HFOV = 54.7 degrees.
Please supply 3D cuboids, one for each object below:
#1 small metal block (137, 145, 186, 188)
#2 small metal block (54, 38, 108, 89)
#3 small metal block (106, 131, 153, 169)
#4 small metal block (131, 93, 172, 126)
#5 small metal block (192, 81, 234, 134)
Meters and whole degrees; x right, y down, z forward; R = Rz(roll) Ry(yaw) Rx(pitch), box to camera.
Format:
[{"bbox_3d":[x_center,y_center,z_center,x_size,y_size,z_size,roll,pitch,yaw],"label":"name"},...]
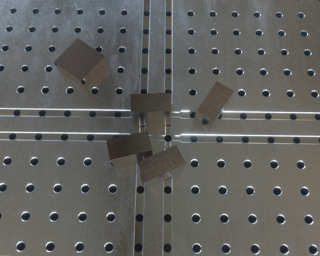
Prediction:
[{"bbox_3d":[0.002,0.048,0.381,0.050,0.050,0.025,-24,72,-9],"label":"small metal block"},{"bbox_3d":[-0.113,-0.092,0.444,0.050,0.025,0.050,35,73,11],"label":"small metal block"},{"bbox_3d":[-0.036,0.028,0.388,0.050,0.050,0.025,-13,71,-5],"label":"small metal block"},{"bbox_3d":[-0.011,-0.023,0.407,0.050,0.050,0.025,-2,70,-1],"label":"small metal block"},{"bbox_3d":[0.069,-0.026,0.409,0.025,0.050,0.050,32,73,11],"label":"small metal block"}]
